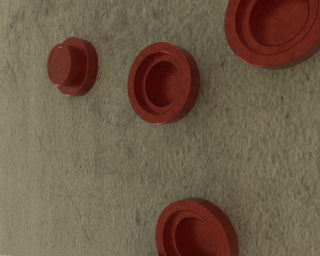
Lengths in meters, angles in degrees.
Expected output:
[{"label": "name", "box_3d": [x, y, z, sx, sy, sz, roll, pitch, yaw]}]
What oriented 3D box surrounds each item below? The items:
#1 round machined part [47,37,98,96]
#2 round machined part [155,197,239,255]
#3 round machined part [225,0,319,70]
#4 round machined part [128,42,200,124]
[{"label": "round machined part", "box_3d": [-0.151, -0.103, 0.516, 0.098, 0.042, 0.097, 0, 90, 39]}, {"label": "round machined part", "box_3d": [0.045, 0.128, 0.355, 0.098, 0.042, 0.097, 0, 90, 39]}, {"label": "round machined part", "box_3d": [0.116, -0.105, 0.297, 0.098, 0.042, 0.097, 0, 90, 39]}, {"label": "round machined part", "box_3d": [0.009, -0.054, 0.385, 0.098, 0.042, 0.097, 0, 90, 39]}]
